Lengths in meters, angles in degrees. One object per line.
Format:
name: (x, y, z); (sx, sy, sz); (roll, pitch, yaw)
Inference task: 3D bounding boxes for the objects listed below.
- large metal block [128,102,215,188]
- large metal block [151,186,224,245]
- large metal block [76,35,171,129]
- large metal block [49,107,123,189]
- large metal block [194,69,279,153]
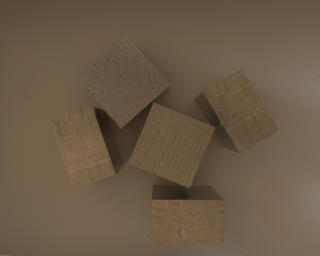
large metal block: (0.014, 0.021, 0.398); (0.080, 0.050, 0.080); (22, 90, -1)
large metal block: (0.031, 0.104, 0.384); (0.081, 0.080, 0.050); (1, 90, -1)
large metal block: (-0.044, -0.055, 0.397); (0.080, 0.050, 0.080); (-42, 91, 0)
large metal block: (-0.086, 0.022, 0.382); (0.050, 0.080, 0.080); (-19, 90, 0)
large metal block: (0.090, -0.019, 0.383); (0.050, 0.080, 0.080); (-31, 90, 0)
